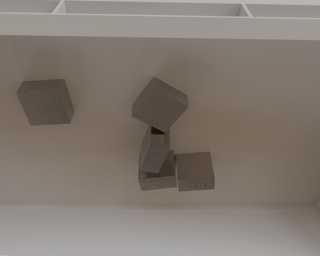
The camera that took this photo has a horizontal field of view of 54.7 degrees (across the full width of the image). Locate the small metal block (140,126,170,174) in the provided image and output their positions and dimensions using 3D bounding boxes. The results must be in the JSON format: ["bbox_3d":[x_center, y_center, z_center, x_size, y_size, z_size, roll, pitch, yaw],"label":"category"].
[{"bbox_3d":[-0.007,0.024,0.413,0.025,0.050,0.050,14,129,-12],"label":"small metal block"}]

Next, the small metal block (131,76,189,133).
[{"bbox_3d":[0.000,-0.028,0.385,0.050,0.025,0.050,27,125,-21],"label":"small metal block"}]

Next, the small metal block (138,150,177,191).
[{"bbox_3d":[-0.003,0.060,0.444,0.050,0.050,0.025,-7,130,5],"label":"small metal block"}]

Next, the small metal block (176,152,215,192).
[{"bbox_3d":[0.050,0.062,0.447,0.050,0.050,0.025,-4,130,3],"label":"small metal block"}]

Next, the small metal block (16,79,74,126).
[{"bbox_3d":[-0.139,-0.031,0.381,0.050,0.025,0.050,-3,130,2],"label":"small metal block"}]
